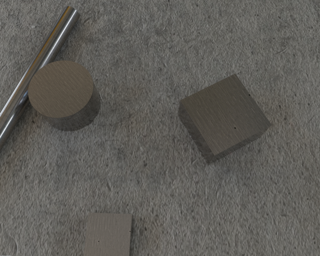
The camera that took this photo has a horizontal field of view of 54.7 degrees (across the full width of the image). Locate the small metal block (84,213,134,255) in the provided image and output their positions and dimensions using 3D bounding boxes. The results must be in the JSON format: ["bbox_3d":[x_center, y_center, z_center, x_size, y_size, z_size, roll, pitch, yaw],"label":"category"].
[{"bbox_3d":[-0.059,0.126,0.361,0.050,0.025,0.050,2,70,0],"label":"small metal block"}]

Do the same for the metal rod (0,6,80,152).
[{"bbox_3d":[-0.188,-0.045,0.423,0.025,0.025,0.300,20,71,7],"label":"metal rod"}]

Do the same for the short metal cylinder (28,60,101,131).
[{"bbox_3d":[-0.123,-0.041,0.409,0.081,0.050,0.080,0,70,0],"label":"short metal cylinder"}]

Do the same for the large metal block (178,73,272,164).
[{"bbox_3d":[0.079,-0.010,0.399,0.080,0.050,0.080,-27,72,-10],"label":"large metal block"}]
